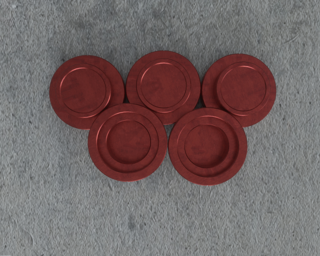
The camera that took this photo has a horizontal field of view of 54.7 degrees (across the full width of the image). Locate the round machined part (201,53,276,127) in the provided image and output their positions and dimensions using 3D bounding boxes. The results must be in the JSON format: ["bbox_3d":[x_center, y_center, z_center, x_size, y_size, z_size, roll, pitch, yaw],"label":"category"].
[{"bbox_3d":[0.103,-0.049,0.404,0.099,0.042,0.097,0,90,-1],"label":"round machined part"}]

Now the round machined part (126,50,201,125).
[{"bbox_3d":[0.004,-0.053,0.403,0.099,0.042,0.097,0,90,-1],"label":"round machined part"}]

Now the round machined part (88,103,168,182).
[{"bbox_3d":[-0.040,0.018,0.402,0.099,0.042,0.097,0,90,-1],"label":"round machined part"}]

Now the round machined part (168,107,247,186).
[{"bbox_3d":[0.059,0.023,0.403,0.099,0.042,0.097,0,90,-1],"label":"round machined part"}]

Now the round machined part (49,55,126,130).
[{"bbox_3d":[-0.095,-0.046,0.401,0.099,0.042,0.097,0,90,-1],"label":"round machined part"}]
